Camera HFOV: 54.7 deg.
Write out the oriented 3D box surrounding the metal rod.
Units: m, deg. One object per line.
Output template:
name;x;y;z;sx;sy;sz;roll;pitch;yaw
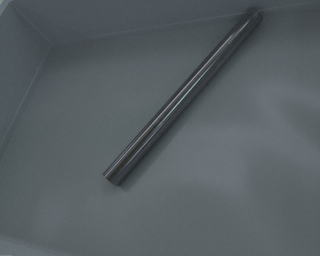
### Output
metal rod;0.034;-0.045;0.414;0.300;0.025;0.025;-49;52;-7
